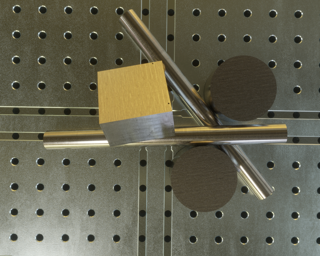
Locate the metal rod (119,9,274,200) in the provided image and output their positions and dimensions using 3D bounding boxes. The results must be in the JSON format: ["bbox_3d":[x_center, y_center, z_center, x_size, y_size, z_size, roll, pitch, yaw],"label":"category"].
[{"bbox_3d":[0.048,-0.030,0.410,0.025,0.025,0.300,-38,90,0],"label":"metal rod"}]

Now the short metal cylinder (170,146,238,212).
[{"bbox_3d":[0.053,0.061,0.398,0.081,0.050,0.079,0,90,0],"label":"short metal cylinder"}]

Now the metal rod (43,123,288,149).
[{"bbox_3d":[0.002,0.011,0.393,0.302,0.025,0.025,-2,90,6],"label":"metal rod"}]

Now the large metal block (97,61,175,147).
[{"bbox_3d":[-0.029,-0.030,0.379,0.080,0.050,0.080,-10,55,0],"label":"large metal block"}]

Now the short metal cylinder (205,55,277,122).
[{"bbox_3d":[0.101,-0.048,0.398,0.081,0.050,0.079,0,90,0],"label":"short metal cylinder"}]
